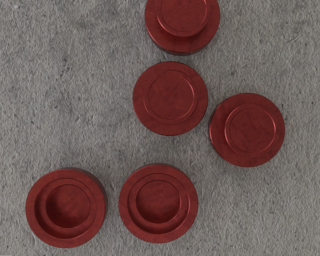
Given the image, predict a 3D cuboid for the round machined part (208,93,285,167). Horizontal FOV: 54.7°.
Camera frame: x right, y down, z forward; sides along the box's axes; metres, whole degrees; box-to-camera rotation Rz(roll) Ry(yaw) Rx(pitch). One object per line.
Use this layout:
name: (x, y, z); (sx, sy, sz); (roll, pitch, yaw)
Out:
round machined part: (0.114, 0.003, 0.402); (0.099, 0.042, 0.097); (0, 90, 0)

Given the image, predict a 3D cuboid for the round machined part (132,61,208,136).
round machined part: (0.013, -0.038, 0.401); (0.099, 0.042, 0.097); (0, 90, 0)

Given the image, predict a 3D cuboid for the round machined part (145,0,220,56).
round machined part: (0.029, -0.146, 0.401); (0.099, 0.042, 0.097); (0, 90, 0)

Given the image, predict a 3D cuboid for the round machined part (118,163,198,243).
round machined part: (-0.002, 0.093, 0.401); (0.099, 0.042, 0.097); (0, 90, 0)

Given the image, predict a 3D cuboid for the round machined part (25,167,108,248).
round machined part: (-0.116, 0.099, 0.401); (0.099, 0.042, 0.097); (0, 90, 0)
